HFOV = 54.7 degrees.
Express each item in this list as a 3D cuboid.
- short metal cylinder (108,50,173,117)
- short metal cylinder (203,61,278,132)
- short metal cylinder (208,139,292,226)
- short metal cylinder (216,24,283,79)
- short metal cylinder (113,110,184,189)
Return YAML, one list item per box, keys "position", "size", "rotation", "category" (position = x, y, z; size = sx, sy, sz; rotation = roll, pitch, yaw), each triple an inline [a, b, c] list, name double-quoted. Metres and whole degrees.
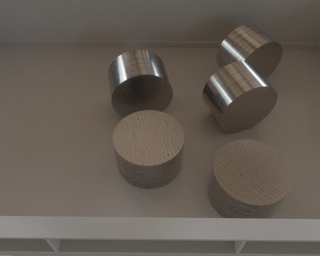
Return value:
- position: [-0.027, -0.057, 0.417]
  size: [0.081, 0.080, 0.050]
  rotation: [-9, 51, -8]
  category: "short metal cylinder"
- position: [0.103, -0.039, 0.404]
  size: [0.081, 0.080, 0.050]
  rotation: [-16, 52, -13]
  category: "short metal cylinder"
- position: [0.096, 0.059, 0.340]
  size: [0.081, 0.050, 0.080]
  rotation: [0, 50, 0]
  category: "short metal cylinder"
- position: [0.132, -0.105, 0.460]
  size: [0.081, 0.080, 0.050]
  rotation: [-22, 54, -18]
  category: "short metal cylinder"
- position: [-0.013, 0.025, 0.368]
  size: [0.081, 0.050, 0.080]
  rotation: [0, 50, 0]
  category: "short metal cylinder"
